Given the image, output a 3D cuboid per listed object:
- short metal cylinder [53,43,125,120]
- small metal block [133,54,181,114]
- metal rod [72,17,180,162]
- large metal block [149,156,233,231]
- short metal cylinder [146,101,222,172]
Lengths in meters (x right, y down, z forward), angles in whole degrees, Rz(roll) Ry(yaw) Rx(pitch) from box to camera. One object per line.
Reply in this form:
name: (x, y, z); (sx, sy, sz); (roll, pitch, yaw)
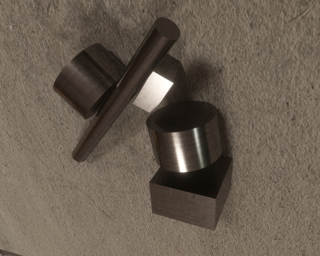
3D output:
short metal cylinder: (-0.081, -0.056, 0.378); (0.050, 0.080, 0.080); (44, 129, -3)
small metal block: (-0.003, -0.053, 0.356); (0.025, 0.050, 0.050); (29, 129, -9)
metal rod: (-0.061, -0.022, 0.385); (0.025, 0.025, 0.299); (43, 141, -2)
large metal block: (0.042, 0.073, 0.393); (0.080, 0.080, 0.050); (10, 123, 22)
short metal cylinder: (0.029, 0.007, 0.360); (0.080, 0.080, 0.050); (1, 119, 27)
